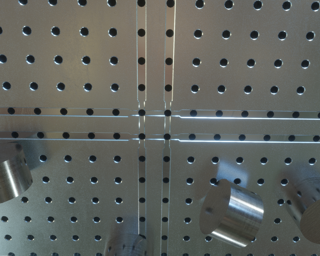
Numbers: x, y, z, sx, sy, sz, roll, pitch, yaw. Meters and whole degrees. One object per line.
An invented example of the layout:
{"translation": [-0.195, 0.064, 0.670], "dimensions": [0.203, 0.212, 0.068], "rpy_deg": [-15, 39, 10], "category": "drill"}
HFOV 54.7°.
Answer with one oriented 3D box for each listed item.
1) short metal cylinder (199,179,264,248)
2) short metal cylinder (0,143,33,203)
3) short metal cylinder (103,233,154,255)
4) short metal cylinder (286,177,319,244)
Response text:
{"translation": [0.097, 0.117, 0.429], "dimensions": [0.050, 0.080, 0.080], "rpy_deg": [26, 108, -10], "category": "short metal cylinder"}
{"translation": [-0.214, 0.058, 0.403], "dimensions": [0.080, 0.080, 0.050], "rpy_deg": [-7, 110, 2], "category": "short metal cylinder"}
{"translation": [-0.050, 0.212, 0.478], "dimensions": [0.081, 0.050, 0.079], "rpy_deg": [0, 110, -1], "category": "short metal cylinder"}
{"translation": [0.232, 0.119, 0.447], "dimensions": [0.081, 0.050, 0.079], "rpy_deg": [0, 110, -1], "category": "short metal cylinder"}
